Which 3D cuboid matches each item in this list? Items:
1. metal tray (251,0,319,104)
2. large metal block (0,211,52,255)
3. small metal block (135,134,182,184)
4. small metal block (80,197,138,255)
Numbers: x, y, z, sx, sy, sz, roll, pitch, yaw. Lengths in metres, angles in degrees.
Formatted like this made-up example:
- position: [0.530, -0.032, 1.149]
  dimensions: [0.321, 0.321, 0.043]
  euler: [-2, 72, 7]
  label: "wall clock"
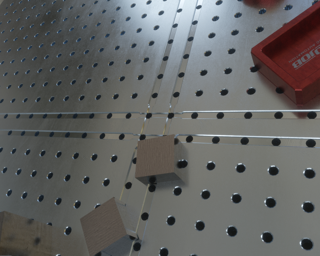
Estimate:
- position: [0.188, -0.098, 0.366]
  dimensions: [0.130, 0.030, 0.090]
  euler: [-35, 51, 4]
  label: "metal tray"
- position: [-0.194, 0.148, 0.382]
  dimensions: [0.080, 0.080, 0.050]
  euler: [-22, 54, 15]
  label: "large metal block"
- position: [-0.001, 0.039, 0.384]
  dimensions: [0.050, 0.025, 0.050]
  euler: [-11, 57, 21]
  label: "small metal block"
- position: [-0.061, 0.119, 0.366]
  dimensions: [0.050, 0.025, 0.050]
  euler: [-34, 52, 5]
  label: "small metal block"
